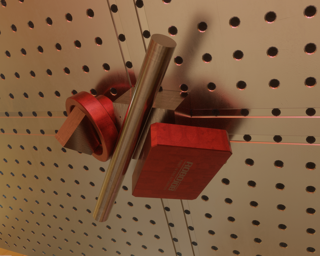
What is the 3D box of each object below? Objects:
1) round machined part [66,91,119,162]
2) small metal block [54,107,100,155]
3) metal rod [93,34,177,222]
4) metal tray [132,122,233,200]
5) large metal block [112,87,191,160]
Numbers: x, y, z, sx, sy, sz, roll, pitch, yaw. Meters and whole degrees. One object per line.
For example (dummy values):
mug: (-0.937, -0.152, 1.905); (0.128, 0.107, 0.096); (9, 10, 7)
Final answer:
round machined part: (-0.083, -0.006, 0.421); (0.098, 0.042, 0.097); (37, 145, 32)
small metal block: (-0.102, 0.004, 0.413); (0.025, 0.050, 0.050); (38, 95, 35)
metal rod: (-0.043, 0.025, 0.383); (0.025, 0.025, 0.298); (30, 128, 8)
metal tray: (0.020, 0.047, 0.382); (0.091, 0.030, 0.129); (6, 143, -13)
large metal block: (-0.007, -0.003, 0.395); (0.080, 0.050, 0.079); (9, 122, 23)
